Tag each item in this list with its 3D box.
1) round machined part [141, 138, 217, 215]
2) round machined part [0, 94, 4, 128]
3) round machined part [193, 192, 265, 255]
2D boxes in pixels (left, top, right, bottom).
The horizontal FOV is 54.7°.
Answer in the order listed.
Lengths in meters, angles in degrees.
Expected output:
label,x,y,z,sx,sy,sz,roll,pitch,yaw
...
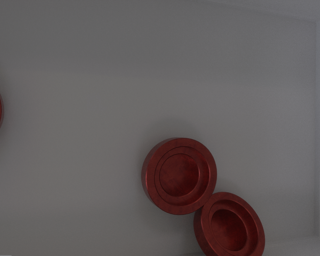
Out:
label,x,y,z,sx,sy,sz,roll,pitch,yaw
round machined part,0.022,0.061,0.410,0.099,0.042,0.097,0,90,-20
round machined part,-0.217,-0.018,0.322,0.099,0.042,0.097,0,90,-20
round machined part,0.088,0.140,0.418,0.099,0.042,0.098,16,49,-19
